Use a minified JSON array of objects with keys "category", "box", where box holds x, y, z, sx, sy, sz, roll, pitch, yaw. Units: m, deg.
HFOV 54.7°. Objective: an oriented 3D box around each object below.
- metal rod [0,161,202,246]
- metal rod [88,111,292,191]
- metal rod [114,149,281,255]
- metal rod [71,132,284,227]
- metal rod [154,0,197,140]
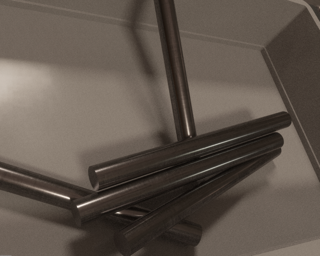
[{"category":"metal rod","box":[-0.093,0.069,0.313,0.302,0.025,0.025,22,54,-16]},{"category":"metal rod","box":[0.060,0.018,0.378,0.303,0.025,0.025,-14,69,-32]},{"category":"metal rod","box":[0.072,0.069,0.383,0.302,0.025,0.025,-19,72,-42]},{"category":"metal rod","box":[0.046,0.048,0.366,0.303,0.025,0.025,-14,69,-33]},{"category":"metal rod","box":[0.018,-0.083,0.391,0.025,0.025,0.298,-11,92,-33]}]
